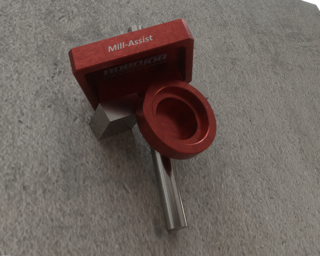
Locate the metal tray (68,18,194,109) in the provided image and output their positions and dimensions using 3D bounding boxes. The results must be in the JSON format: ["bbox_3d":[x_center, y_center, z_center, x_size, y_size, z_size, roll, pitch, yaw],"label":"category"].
[{"bbox_3d":[-0.028,-0.070,0.363,0.131,0.090,0.030,-17,67,-4],"label":"metal tray"}]

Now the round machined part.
[{"bbox_3d":[0.016,-0.007,0.373,0.099,0.042,0.098,14,59,-24],"label":"round machined part"}]

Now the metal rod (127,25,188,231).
[{"bbox_3d":[-0.009,-0.018,0.413,0.025,0.025,0.299,2,61,-28],"label":"metal rod"}]

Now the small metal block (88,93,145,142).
[{"bbox_3d":[-0.051,-0.013,0.370,0.050,0.050,0.025,-21,73,-36],"label":"small metal block"}]

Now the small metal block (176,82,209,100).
[{"bbox_3d":[0.031,-0.040,0.432,0.050,0.050,0.025,-2,63,-29],"label":"small metal block"}]
